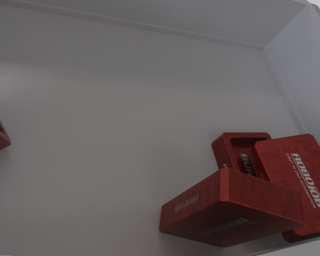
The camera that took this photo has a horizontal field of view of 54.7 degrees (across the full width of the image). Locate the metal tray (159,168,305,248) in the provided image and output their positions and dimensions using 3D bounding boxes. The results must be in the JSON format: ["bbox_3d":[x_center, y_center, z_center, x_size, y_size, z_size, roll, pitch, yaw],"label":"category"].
[{"bbox_3d":[0.066,0.089,0.319,0.091,0.129,0.030,20,55,-17],"label":"metal tray"}]

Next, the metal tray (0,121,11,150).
[{"bbox_3d":[-0.179,-0.032,0.260,0.030,0.130,0.090,-30,77,-15],"label":"metal tray"}]

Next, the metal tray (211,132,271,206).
[{"bbox_3d":[0.133,0.070,0.430,0.091,0.030,0.130,1,61,-28],"label":"metal tray"}]

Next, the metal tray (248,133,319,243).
[{"bbox_3d":[0.183,0.073,0.404,0.091,0.030,0.130,-8,56,-10],"label":"metal tray"}]

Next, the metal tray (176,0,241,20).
[{"bbox_3d":[0.088,-0.265,0.614,0.131,0.030,0.090,-3,63,-30],"label":"metal tray"}]
